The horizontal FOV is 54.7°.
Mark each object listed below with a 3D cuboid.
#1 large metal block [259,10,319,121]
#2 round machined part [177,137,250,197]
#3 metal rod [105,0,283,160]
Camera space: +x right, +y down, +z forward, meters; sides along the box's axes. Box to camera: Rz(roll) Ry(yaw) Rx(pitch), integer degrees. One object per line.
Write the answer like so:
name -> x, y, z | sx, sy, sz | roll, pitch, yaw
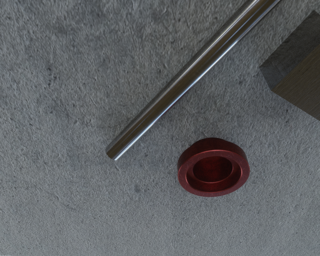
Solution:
large metal block -> 0.172, -0.065, 0.338 | 0.080, 0.050, 0.080 | 26, 125, -21
round machined part -> 0.074, 0.052, 0.441 | 0.099, 0.042, 0.097 | 0, 130, 0
metal rod -> 0.028, -0.054, 0.361 | 0.025, 0.025, 0.299 | 31, 123, -24
